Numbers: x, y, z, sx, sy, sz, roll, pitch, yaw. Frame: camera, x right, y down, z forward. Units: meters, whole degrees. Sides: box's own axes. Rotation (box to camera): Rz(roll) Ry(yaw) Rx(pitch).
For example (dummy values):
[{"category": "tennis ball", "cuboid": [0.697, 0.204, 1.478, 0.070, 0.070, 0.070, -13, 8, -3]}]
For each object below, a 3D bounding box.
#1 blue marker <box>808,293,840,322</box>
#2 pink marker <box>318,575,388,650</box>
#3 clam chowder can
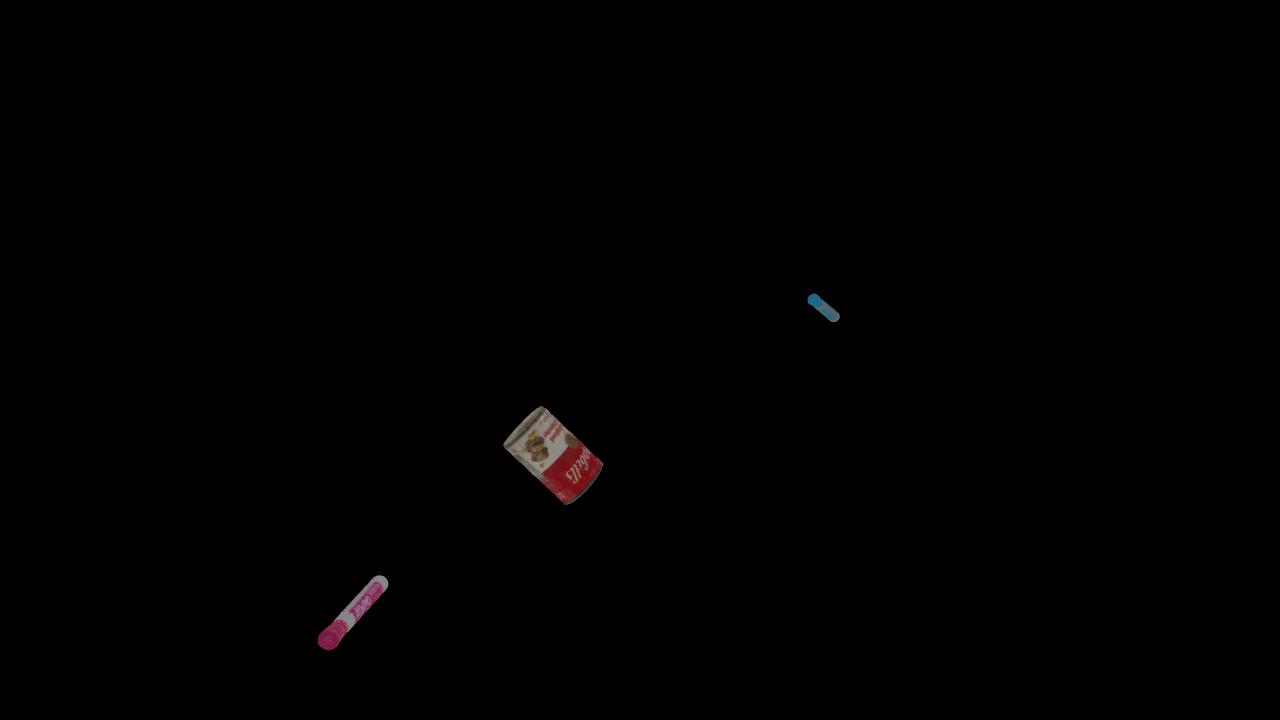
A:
[{"category": "blue marker", "cuboid": [0.298, -0.084, 0.998, 0.020, 0.020, 0.121, 0, -11, 34]}, {"category": "pink marker", "cuboid": [-0.279, 0.246, 0.603, 0.020, 0.020, 0.121, 0, 5, -1]}, {"category": "clam chowder can", "cuboid": [-0.103, 0.112, 0.728, 0.102, 0.068, 0.068, 45, -10, -10]}]
